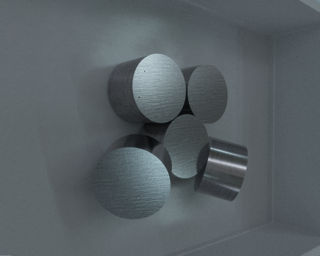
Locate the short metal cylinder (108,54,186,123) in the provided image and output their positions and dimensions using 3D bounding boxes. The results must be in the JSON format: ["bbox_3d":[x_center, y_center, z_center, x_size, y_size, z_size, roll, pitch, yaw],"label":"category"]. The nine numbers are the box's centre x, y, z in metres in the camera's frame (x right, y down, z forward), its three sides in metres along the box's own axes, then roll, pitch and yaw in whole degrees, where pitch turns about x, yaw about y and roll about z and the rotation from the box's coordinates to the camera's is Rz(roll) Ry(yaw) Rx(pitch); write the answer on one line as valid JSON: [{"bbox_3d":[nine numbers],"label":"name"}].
[{"bbox_3d":[-0.015,-0.046,0.376,0.081,0.050,0.079,0,90,-40],"label":"short metal cylinder"}]

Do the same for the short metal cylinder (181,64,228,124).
[{"bbox_3d":[0.049,-0.046,0.432,0.081,0.050,0.079,0,90,-40],"label":"short metal cylinder"}]

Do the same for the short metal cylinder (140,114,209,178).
[{"bbox_3d":[0.018,0.022,0.403,0.081,0.050,0.079,0,90,-40],"label":"short metal cylinder"}]

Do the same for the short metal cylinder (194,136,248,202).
[{"bbox_3d":[0.083,0.057,0.433,0.050,0.080,0.080,16,77,1],"label":"short metal cylinder"}]

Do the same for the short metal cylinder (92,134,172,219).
[{"bbox_3d":[-0.028,0.051,0.340,0.050,0.080,0.080,-76,151,-75],"label":"short metal cylinder"}]
